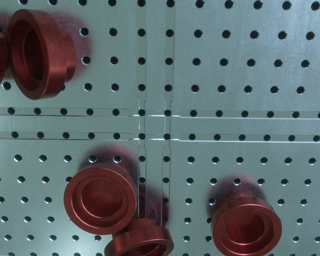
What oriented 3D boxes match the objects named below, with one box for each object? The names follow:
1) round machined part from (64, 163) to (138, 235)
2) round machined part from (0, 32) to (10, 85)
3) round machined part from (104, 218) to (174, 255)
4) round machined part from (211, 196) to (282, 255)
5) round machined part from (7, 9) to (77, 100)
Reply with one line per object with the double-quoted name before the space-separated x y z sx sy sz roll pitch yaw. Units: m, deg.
"round machined part" -0.079 0.095 0.433 0.099 0.042 0.097 1 102 3
"round machined part" -0.216 -0.087 0.358 0.098 0.042 0.097 7 110 20
"round machined part" -0.032 0.167 0.450 0.099 0.042 0.097 -13 139 -11
"round machined part" 0.124 0.143 0.459 0.099 0.042 0.097 0 110 -1
"round machined part" -0.132 -0.083 0.354 0.098 0.042 0.097 14 112 40
